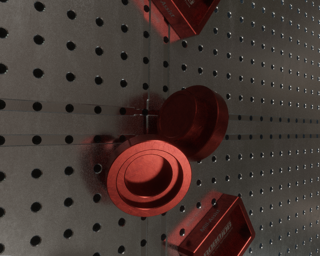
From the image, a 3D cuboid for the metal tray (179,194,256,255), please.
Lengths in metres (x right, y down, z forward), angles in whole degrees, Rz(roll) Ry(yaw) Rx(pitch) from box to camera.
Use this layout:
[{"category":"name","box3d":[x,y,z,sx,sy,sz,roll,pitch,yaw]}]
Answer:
[{"category":"metal tray","box3d":[0.095,0.179,0.488,0.131,0.030,0.090,-39,114,-33]}]

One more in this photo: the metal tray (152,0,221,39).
[{"category":"metal tray","box3d":[0.025,-0.202,0.428,0.130,0.030,0.090,45,63,-31]}]

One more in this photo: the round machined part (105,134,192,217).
[{"category":"round machined part","box3d":[-0.015,0.052,0.368,0.099,0.042,0.097,-4,110,-12]}]

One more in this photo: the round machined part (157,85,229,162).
[{"category":"round machined part","box3d":[0.034,-0.010,0.392,0.042,0.098,0.098,22,76,-38]}]
